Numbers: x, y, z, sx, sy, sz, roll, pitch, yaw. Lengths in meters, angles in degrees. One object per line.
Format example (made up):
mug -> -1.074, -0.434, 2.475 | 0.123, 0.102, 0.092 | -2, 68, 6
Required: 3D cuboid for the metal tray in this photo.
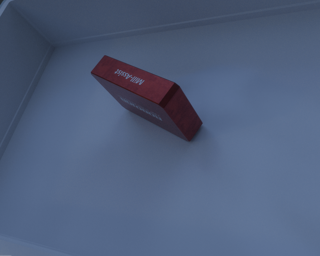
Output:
metal tray -> -0.017, -0.038, 0.391 | 0.130, 0.090, 0.030 | 28, 77, 36
